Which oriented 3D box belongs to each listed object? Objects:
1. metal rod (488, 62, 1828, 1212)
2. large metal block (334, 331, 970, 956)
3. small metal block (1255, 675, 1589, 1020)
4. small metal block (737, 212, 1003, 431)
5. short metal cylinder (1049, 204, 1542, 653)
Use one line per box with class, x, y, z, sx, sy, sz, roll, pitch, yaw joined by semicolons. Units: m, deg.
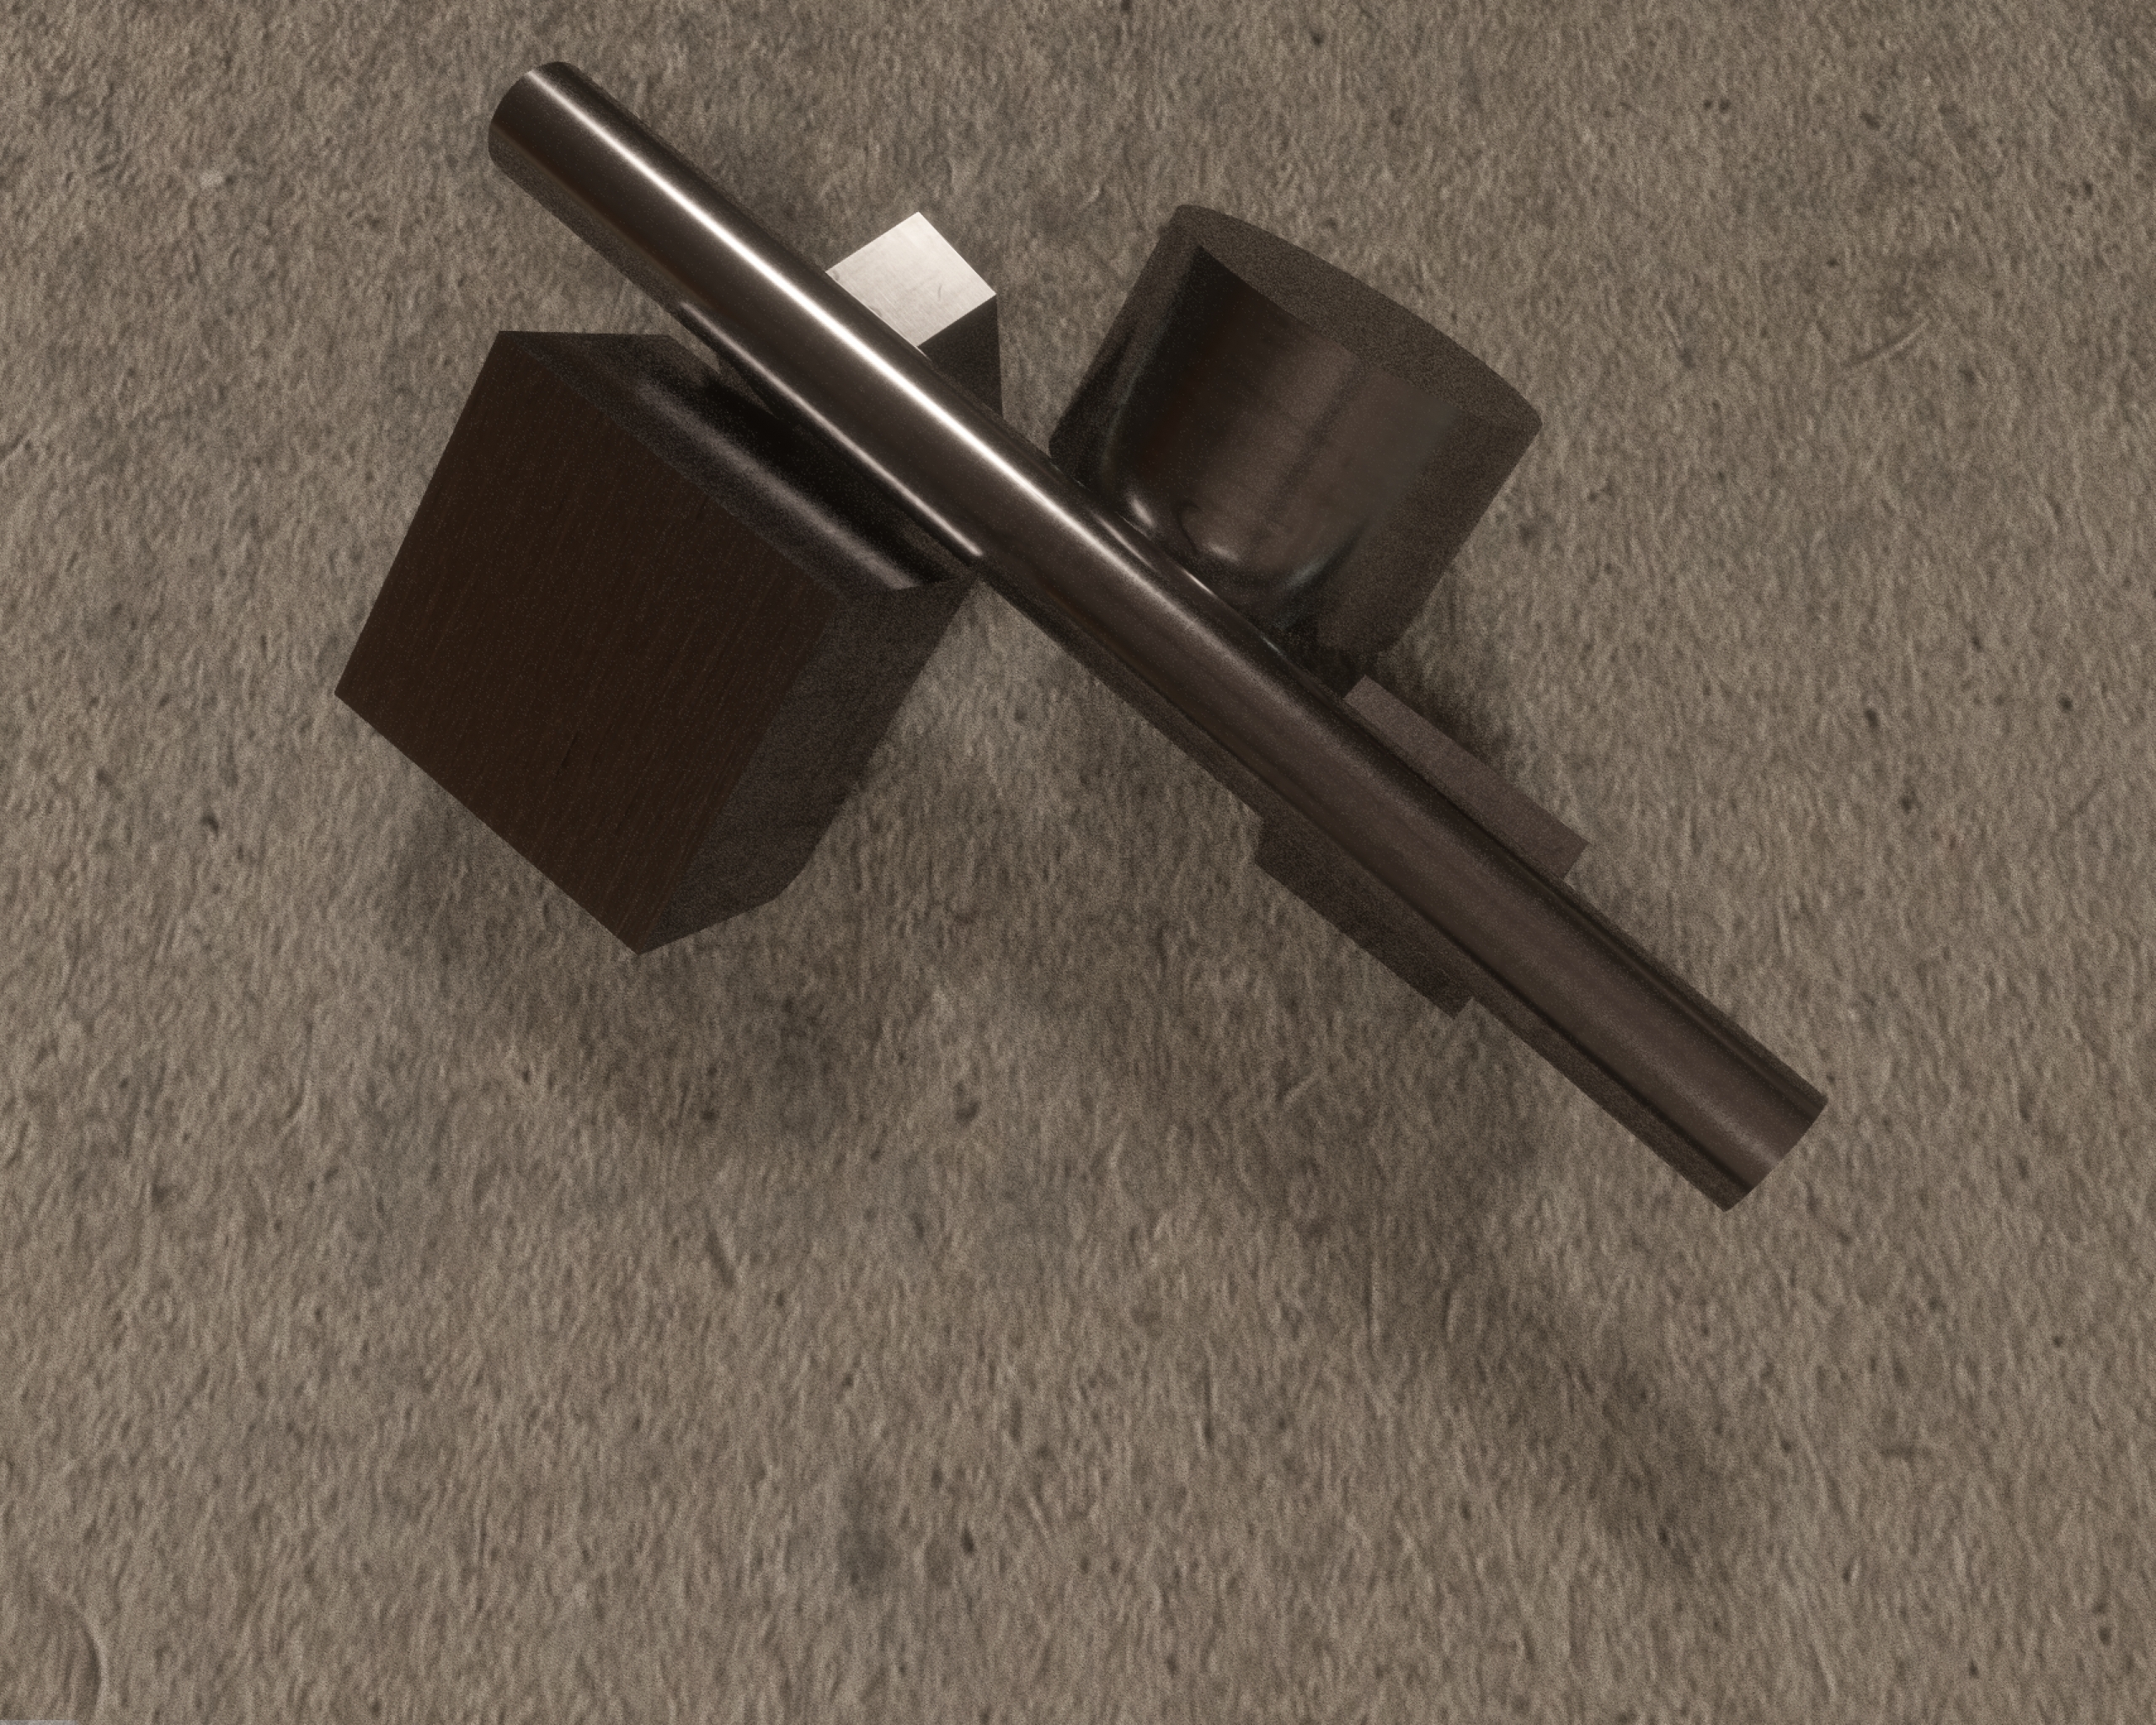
metal rod;0.004;-0.049;0.374;0.300;0.025;0.025;41;75;13
large metal block;-0.080;-0.043;0.392;0.080;0.050;0.080;39;115;12
small metal block;0.063;-0.002;0.394;0.050;0.050;0.025;39;75;12
small metal block;-0.044;-0.098;0.432;0.050;0.050;0.025;-37;75;-13
short metal cylinder;0.042;-0.084;0.405;0.080;0.080;0.050;37;115;12
